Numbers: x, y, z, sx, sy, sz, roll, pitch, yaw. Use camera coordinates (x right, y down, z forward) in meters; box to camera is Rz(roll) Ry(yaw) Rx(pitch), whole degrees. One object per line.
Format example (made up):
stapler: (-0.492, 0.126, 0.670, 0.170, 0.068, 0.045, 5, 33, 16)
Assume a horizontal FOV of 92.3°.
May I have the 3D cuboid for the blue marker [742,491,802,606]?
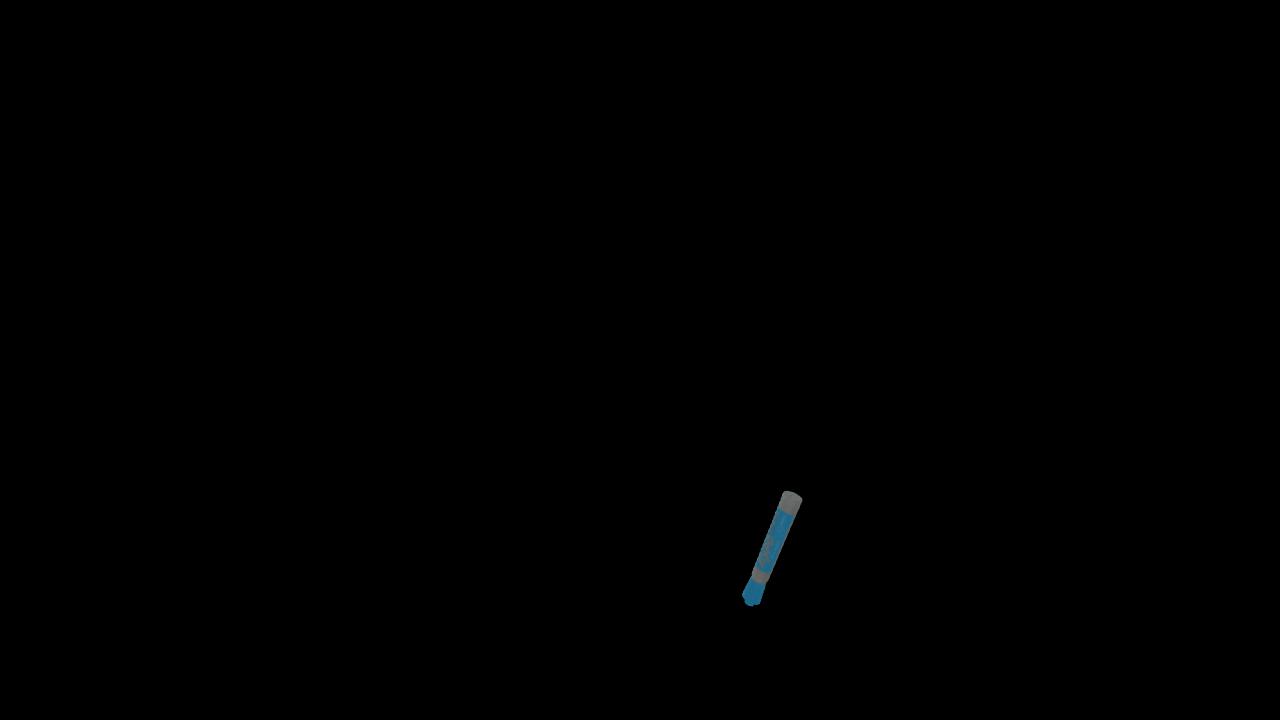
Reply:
blue marker: (0.125, 0.182, 0.587, 0.020, 0.121, 0.020, 17, 13, -4)
